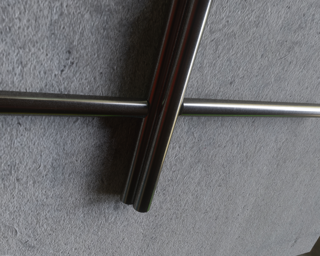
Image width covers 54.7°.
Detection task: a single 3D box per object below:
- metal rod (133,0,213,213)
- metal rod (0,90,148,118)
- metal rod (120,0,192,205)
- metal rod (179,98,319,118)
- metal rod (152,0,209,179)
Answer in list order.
[{"bbox_3d":[0.010,-0.019,0.377,0.025,0.025,0.298,1,118,-29],"label":"metal rod"},{"bbox_3d":[-0.153,-0.025,0.310,0.303,0.025,0.025,0,118,-29],"label":"metal rod"},{"bbox_3d":[-0.009,-0.028,0.389,0.025,0.025,0.298,1,118,-29],"label":"metal rod"},{"bbox_3d":[0.157,-0.029,0.479,0.303,0.025,0.025,-1,119,-29],"label":"metal rod"},{"bbox_3d":[0.011,-0.023,0.403,0.025,0.025,0.298,1,118,-29],"label":"metal rod"}]
